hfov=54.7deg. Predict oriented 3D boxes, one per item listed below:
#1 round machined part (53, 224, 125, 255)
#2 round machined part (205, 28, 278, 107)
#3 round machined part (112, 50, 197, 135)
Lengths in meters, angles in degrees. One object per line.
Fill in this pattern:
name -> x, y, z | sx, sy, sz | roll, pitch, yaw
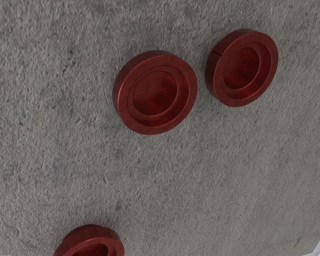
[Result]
round machined part -> -0.105, 0.180, 0.450 | 0.099, 0.042, 0.097 | -14, 124, -21
round machined part -> 0.100, -0.080, 0.401 | 0.099, 0.042, 0.097 | -14, 124, -21
round machined part -> -0.009, -0.044, 0.364 | 0.099, 0.042, 0.097 | -14, 124, -21
